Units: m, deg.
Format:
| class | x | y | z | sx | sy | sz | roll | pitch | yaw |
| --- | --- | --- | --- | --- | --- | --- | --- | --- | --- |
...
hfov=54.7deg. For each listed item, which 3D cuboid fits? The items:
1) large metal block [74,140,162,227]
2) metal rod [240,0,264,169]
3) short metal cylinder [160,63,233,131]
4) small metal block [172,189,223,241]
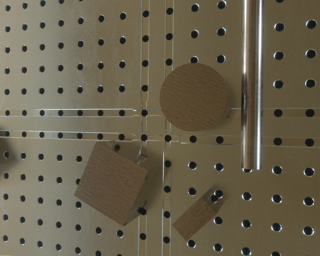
| class | x | y | z | sx | sy | sz | roll | pitch | yaw |
| --- | --- | --- | --- | --- | --- | --- | --- | --- | --- |
| large metal block | -0.056 | 0.071 | 0.418 | 0.080 | 0.050 | 0.080 | 26 | 98 | 17 |
| metal rod | 0.112 | -0.101 | 0.373 | 0.025 | 0.025 | 0.298 | 1 | 90 | 19 |
| short metal cylinder | 0.046 | -0.036 | 0.383 | 0.080 | 0.050 | 0.079 | 0 | 90 | 19 |
| small metal block | 0.048 | 0.106 | 0.382 | 0.025 | 0.050 | 0.050 | 46 | 104 | 14 |
